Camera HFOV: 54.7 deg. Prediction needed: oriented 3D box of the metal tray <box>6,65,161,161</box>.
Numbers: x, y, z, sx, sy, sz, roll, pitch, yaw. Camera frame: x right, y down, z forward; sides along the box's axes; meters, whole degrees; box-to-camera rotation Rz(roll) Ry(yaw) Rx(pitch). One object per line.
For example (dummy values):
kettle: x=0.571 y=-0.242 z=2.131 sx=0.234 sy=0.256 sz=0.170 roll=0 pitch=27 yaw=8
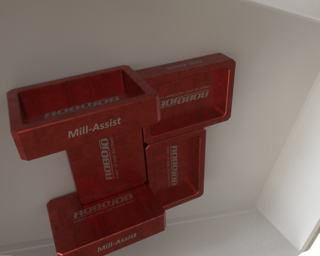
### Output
metal tray: x=-0.076 y=-0.022 z=0.307 sx=0.131 sy=0.090 sz=0.030 roll=-17 pitch=125 yaw=-19

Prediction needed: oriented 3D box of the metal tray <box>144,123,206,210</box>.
metal tray: x=0.019 y=0.058 z=0.451 sx=0.091 sy=0.030 sz=0.129 roll=-16 pitch=125 yaw=-20

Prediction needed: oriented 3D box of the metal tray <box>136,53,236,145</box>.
metal tray: x=0.032 y=-0.039 z=0.398 sx=0.131 sy=0.030 sz=0.089 roll=-16 pitch=125 yaw=-20

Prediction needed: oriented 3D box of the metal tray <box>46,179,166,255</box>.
metal tray: x=-0.069 y=0.112 z=0.396 sx=0.131 sy=0.090 sz=0.030 roll=-16 pitch=125 yaw=-20

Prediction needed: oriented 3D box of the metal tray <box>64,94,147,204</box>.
metal tray: x=-0.068 y=0.026 z=0.382 sx=0.091 sy=0.030 sz=0.129 roll=-16 pitch=125 yaw=-20
